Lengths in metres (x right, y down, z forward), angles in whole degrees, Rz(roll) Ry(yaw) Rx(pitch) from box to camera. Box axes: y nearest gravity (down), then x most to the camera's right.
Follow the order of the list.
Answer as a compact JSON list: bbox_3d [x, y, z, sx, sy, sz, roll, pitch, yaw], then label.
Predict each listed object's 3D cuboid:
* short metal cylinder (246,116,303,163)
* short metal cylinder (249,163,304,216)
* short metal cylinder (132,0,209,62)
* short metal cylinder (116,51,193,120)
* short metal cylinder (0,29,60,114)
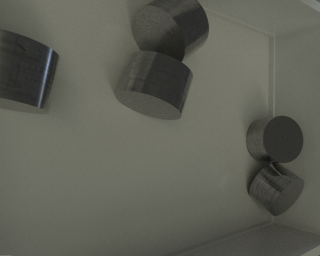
[{"bbox_3d":[0.201,0.021,0.544,0.081,0.050,0.080,1,85,-17],"label":"short metal cylinder"},{"bbox_3d":[0.205,0.107,0.546,0.081,0.050,0.079,-20,129,-26],"label":"short metal cylinder"},{"bbox_3d":[0.013,-0.121,0.383,0.050,0.080,0.080,-43,117,-32],"label":"short metal cylinder"},{"bbox_3d":[-0.006,-0.048,0.368,0.080,0.080,0.050,29,72,-37],"label":"short metal cylinder"},{"bbox_3d":[-0.131,-0.045,0.262,0.081,0.080,0.050,15,81,-39],"label":"short metal cylinder"}]
